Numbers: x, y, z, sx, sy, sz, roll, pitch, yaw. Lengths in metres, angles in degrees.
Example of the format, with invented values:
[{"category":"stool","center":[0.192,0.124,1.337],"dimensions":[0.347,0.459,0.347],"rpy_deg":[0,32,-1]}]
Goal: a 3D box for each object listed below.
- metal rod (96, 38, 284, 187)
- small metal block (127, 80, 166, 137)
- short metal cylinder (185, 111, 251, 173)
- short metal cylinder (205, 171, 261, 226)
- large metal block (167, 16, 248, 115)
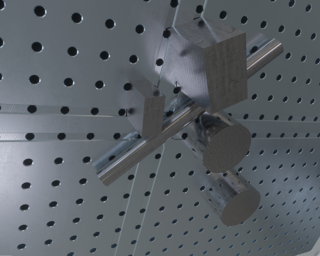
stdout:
[{"category":"metal rod","center":[0.042,-0.023,0.420],"dimensions":[0.301,0.025,0.025],"rpy_deg":[-37,129,-3]},{"category":"small metal block","center":[-0.018,-0.024,0.370],"dimensions":[0.025,0.050,0.050],"rpy_deg":[-8,122,-24]},{"category":"short metal cylinder","center":[0.085,0.019,0.453],"dimensions":[0.081,0.050,0.079],"rpy_deg":[-14,124,-21]},{"category":"short metal cylinder","center":[0.127,0.123,0.541],"dimensions":[0.081,0.050,0.079],"rpy_deg":[-14,124,-21]},{"category":"large metal block","center":[0.055,-0.075,0.360],"dimensions":[0.050,0.080,0.080],"rpy_deg":[-24,127,-14]}]
